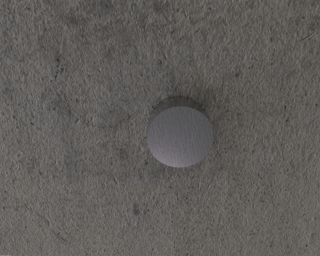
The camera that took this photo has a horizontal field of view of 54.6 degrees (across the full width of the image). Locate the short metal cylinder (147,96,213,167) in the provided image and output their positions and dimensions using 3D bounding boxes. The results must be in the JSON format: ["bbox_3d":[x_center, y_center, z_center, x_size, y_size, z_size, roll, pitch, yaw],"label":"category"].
[{"bbox_3d":[0.024,0.003,0.398,0.080,0.050,0.079,0,110,0],"label":"short metal cylinder"}]
